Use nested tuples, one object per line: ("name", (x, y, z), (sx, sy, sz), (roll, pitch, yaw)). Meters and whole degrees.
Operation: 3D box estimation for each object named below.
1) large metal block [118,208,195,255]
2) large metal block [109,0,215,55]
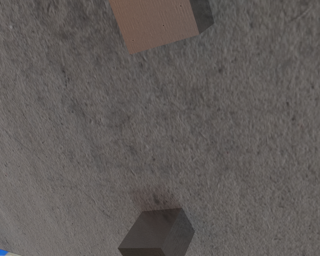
("large metal block", (-0.003, 0.173, 0.478), (0.080, 0.080, 0.050), (-15, 111, 34))
("large metal block", (-0.001, -0.128, 0.311), (0.080, 0.050, 0.080), (-8, 115, 31))
